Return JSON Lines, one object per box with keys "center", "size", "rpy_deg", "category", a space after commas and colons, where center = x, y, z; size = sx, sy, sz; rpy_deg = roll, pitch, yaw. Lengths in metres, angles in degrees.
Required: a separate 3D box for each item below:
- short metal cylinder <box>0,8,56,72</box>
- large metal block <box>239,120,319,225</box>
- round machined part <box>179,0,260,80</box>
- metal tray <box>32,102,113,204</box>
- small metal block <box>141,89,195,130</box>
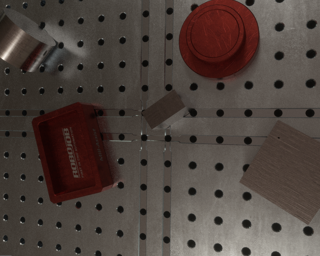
{"center": [-0.203, -0.128, 0.453], "size": [0.080, 0.080, 0.050], "rpy_deg": [46, 104, 14], "category": "short metal cylinder"}
{"center": [0.148, 0.046, 0.347], "size": [0.080, 0.050, 0.080], "rpy_deg": [32, 100, 17], "category": "large metal block"}
{"center": [0.070, -0.110, 0.378], "size": [0.098, 0.042, 0.097], "rpy_deg": [0, 90, 19], "category": "round machined part"}
{"center": [-0.129, 0.036, 0.453], "size": [0.090, 0.030, 0.129], "rpy_deg": [-17, 84, 18], "category": "metal tray"}
{"center": [0.012, -0.022, 0.394], "size": [0.050, 0.050, 0.025], "rpy_deg": [-34, 79, 16], "category": "small metal block"}
